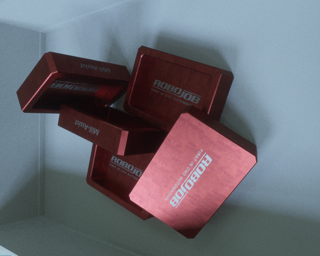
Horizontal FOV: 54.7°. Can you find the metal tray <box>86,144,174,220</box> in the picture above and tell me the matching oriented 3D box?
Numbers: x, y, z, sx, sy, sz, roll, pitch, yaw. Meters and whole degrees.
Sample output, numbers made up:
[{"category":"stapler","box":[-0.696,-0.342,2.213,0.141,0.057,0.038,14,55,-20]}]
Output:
[{"category":"metal tray","box":[-0.047,0.059,0.436,0.130,0.030,0.089,21,103,37]}]

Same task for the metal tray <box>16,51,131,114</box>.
[{"category":"metal tray","box":[-0.113,-0.055,0.425,0.090,0.131,0.030,-37,68,34]}]

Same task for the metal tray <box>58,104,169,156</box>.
[{"category":"metal tray","box":[-0.060,-0.001,0.408,0.130,0.091,0.030,20,103,38]}]

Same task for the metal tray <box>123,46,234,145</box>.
[{"category":"metal tray","box":[0.017,-0.043,0.386,0.130,0.030,0.089,27,106,36]}]

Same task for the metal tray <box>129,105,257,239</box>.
[{"category":"metal tray","box":[0.034,0.051,0.346,0.090,0.030,0.129,33,114,4]}]
